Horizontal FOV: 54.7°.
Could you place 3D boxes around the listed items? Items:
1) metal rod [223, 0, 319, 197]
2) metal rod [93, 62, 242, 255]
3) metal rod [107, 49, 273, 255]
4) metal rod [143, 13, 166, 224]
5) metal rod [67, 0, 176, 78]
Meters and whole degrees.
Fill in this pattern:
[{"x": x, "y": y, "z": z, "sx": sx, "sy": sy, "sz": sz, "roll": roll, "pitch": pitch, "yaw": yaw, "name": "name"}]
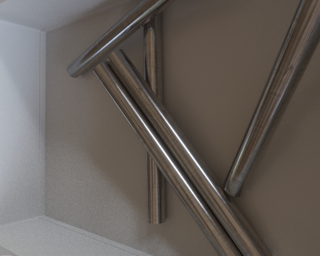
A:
[{"x": 0.106, "y": -0.051, "z": 0.252, "sx": 0.025, "sy": 0.025, "sz": 0.298, "roll": 39, "pitch": 134, "yaw": 32, "name": "metal rod"}, {"x": 0.005, "y": 0.036, "z": 0.375, "sx": 0.025, "sy": 0.025, "sz": 0.299, "roll": -45, "pitch": 71, "yaw": 30, "name": "metal rod"}, {"x": 0.024, "y": 0.022, "z": 0.364, "sx": 0.025, "sy": 0.025, "sz": 0.299, "roll": -46, "pitch": 70, "yaw": 30, "name": "metal rod"}, {"x": -0.008, "y": -0.026, "z": 0.411, "sx": 0.025, "sy": 0.025, "sz": 0.298, "roll": -2, "pitch": 89, "yaw": 39, "name": "metal rod"}, {"x": -0.049, "y": -0.133, "z": 0.417, "sx": 0.299, "sy": 0.025, "sz": 0.025, "roll": -20, "pitch": 77, "yaw": 46, "name": "metal rod"}]
